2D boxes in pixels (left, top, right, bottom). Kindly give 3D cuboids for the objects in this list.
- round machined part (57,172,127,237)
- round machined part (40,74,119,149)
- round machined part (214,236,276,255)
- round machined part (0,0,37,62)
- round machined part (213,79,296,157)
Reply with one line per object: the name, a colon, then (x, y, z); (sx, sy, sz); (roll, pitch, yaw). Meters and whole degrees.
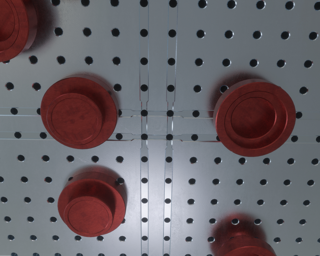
round machined part: (-0.099, 0.117, 0.446); (0.099, 0.042, 0.097); (0, 110, 0)
round machined part: (-0.104, -0.017, 0.397); (0.099, 0.042, 0.097); (0, 110, 0)
round machined part: (0.131, 0.209, 0.482); (0.099, 0.042, 0.097); (0, 110, 0)
round machined part: (-0.187, -0.128, 0.351); (0.098, 0.042, 0.097); (2, 116, 5)
round machined part: (0.117, -0.015, 0.399); (0.099, 0.042, 0.097); (0, 110, 0)
